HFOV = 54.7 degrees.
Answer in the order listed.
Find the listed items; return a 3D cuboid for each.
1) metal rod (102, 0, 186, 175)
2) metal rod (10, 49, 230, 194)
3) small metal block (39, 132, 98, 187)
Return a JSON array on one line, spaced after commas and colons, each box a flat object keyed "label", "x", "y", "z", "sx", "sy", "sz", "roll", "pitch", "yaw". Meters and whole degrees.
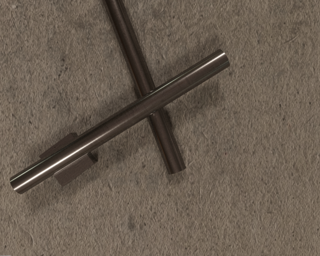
[{"label": "metal rod", "x": -0.030, "y": -0.083, "z": 0.409, "sx": 0.025, "sy": 0.025, "sz": 0.299, "roll": -21, "pitch": 90, "yaw": 0}, {"label": "metal rod", "x": -0.048, "y": -0.008, "z": 0.383, "sx": 0.301, "sy": 0.025, "sz": 0.025, "roll": -32, "pitch": 90, "yaw": 0}, {"label": "small metal block", "x": -0.120, "y": 0.041, "z": 0.408, "sx": 0.050, "sy": 0.025, "sz": 0.050, "roll": -37, "pitch": 90, "yaw": 0}]
